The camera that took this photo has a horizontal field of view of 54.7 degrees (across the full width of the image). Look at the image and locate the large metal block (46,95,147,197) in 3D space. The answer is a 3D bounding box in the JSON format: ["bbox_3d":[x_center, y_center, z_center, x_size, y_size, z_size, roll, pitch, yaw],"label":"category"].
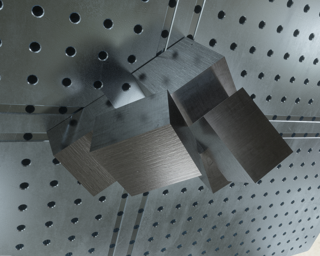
[{"bbox_3d":[-0.072,0.021,0.369,0.080,0.050,0.080,-34,129,-6],"label":"large metal block"}]

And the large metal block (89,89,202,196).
[{"bbox_3d":[-0.012,0.018,0.316,0.080,0.050,0.080,-20,131,15],"label":"large metal block"}]

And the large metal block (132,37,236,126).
[{"bbox_3d":[0.026,-0.052,0.357,0.080,0.080,0.050,-36,129,-5],"label":"large metal block"}]

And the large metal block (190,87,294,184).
[{"bbox_3d":[0.081,0.012,0.337,0.050,0.080,0.080,-37,87,-10],"label":"large metal block"}]

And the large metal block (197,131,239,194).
[{"bbox_3d":[0.064,0.029,0.428,0.050,0.080,0.080,-30,129,-10],"label":"large metal block"}]
